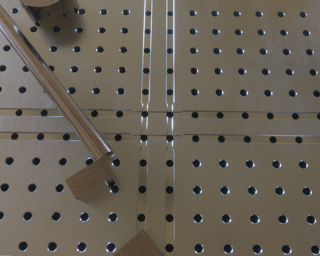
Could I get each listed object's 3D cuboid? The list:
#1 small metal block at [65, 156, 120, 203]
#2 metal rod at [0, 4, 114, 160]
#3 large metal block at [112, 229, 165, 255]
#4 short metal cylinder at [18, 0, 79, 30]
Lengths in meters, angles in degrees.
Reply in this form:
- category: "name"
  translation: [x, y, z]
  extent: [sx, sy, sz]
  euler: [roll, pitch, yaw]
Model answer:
- category: "small metal block"
  translation: [-0.079, 0.064, 0.374]
  extent: [0.050, 0.050, 0.025]
  euler: [-32, 73, -11]
- category: "metal rod"
  translation: [-0.163, -0.073, 0.436]
  extent: [0.025, 0.025, 0.300]
  euler: [-37, 74, -12]
- category: "large metal block"
  translation: [-0.023, 0.170, 0.336]
  extent: [0.080, 0.050, 0.080]
  euler: [-39, 75, -13]
- category: "short metal cylinder"
  translation: [-0.170, -0.198, 0.469]
  extent: [0.081, 0.050, 0.080]
  euler: [0, 70, 0]
